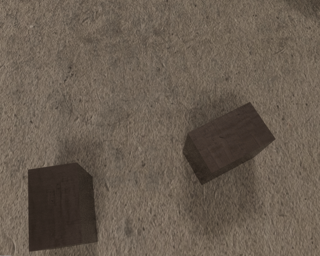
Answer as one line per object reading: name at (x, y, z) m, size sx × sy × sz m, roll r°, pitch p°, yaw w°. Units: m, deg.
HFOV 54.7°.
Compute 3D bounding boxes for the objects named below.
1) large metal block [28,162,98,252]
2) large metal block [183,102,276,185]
large metal block at (-0.105, 0.090, 0.345) m, size 0.050 × 0.080 × 0.080 m, roll -8°, pitch 70°, yaw -3°
large metal block at (0.077, 0.022, 0.372) m, size 0.080 × 0.080 × 0.050 m, roll -26°, pitch 73°, yaw -9°
